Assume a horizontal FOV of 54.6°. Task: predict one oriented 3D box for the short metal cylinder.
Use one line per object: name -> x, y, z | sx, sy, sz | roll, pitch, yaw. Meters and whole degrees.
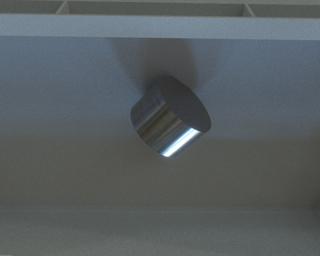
short metal cylinder -> 0.013, -0.013, 0.362 | 0.080, 0.080, 0.050 | 33, 123, -25
